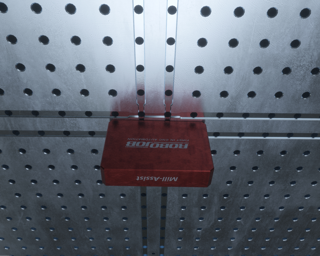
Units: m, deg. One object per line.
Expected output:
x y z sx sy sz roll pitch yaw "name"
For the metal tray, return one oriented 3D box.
-0.003 0.030 0.394 0.131 0.090 0.030 1 130 -2 "metal tray"
